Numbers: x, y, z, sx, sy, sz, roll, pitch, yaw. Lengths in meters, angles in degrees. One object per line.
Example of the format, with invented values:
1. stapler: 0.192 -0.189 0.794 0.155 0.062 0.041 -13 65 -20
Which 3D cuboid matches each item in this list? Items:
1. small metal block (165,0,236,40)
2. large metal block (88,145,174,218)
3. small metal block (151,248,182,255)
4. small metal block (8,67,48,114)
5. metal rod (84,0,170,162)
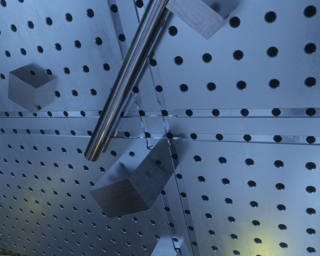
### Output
1. small metal block: 0.041 -0.117 0.300 0.050 0.050 0.025 39 129 1
2. large metal block: -0.039 0.077 0.442 0.080 0.080 0.050 -23 106 36
3. small metal block: 0.016 0.244 0.552 0.050 0.025 0.050 -9 114 32
4. small metal block: -0.206 -0.058 0.481 0.050 0.025 0.050 31 128 8
5. metal rod: -0.047 -0.055 0.399 0.025 0.025 0.298 35 129 4
